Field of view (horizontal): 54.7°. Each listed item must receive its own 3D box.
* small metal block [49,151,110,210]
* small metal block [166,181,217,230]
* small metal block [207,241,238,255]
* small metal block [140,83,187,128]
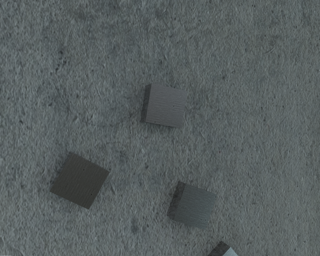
[{"bbox_3d":[-0.097,0.062,0.373,0.050,0.025,0.050,31,80,-18],"label":"small metal block"},{"bbox_3d":[0.044,0.106,0.425,0.050,0.025,0.050,22,83,-19],"label":"small metal block"},{"bbox_3d":[0.091,0.201,0.443,0.050,0.025,0.050,-42,103,-15],"label":"small metal block"},{"bbox_3d":[0.005,-0.028,0.411,0.050,0.025,0.050,10,87,-20],"label":"small metal block"}]
